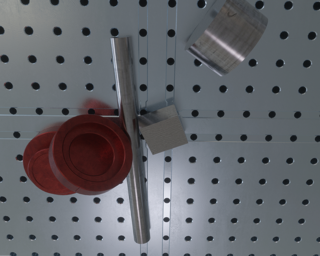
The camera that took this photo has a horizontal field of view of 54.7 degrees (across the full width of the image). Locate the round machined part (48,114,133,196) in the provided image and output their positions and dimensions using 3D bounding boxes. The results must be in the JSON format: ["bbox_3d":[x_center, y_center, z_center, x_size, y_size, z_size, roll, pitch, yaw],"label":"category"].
[{"bbox_3d":[-0.087,0.036,0.384,0.098,0.098,0.042,36,142,-12],"label":"round machined part"}]

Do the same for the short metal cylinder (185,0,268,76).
[{"bbox_3d":[0.072,-0.105,0.346,0.050,0.080,0.080,34,107,-12],"label":"short metal cylinder"}]

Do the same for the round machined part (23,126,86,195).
[{"bbox_3d":[-0.137,0.050,0.422,0.099,0.042,0.097,0,110,0],"label":"round machined part"}]

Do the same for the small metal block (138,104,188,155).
[{"bbox_3d":[0.004,0.003,0.406,0.050,0.025,0.050,-19,129,6],"label":"small metal block"}]

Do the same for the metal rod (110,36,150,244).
[{"bbox_3d":[-0.038,0.030,0.424,0.025,0.025,0.298,-4,110,1],"label":"metal rod"}]
